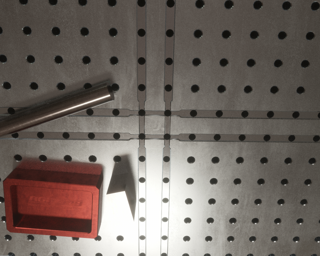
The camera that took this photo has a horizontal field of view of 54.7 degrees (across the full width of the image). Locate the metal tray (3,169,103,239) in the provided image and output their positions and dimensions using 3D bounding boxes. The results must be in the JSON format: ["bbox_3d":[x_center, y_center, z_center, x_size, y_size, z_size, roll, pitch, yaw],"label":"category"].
[{"bbox_3d":[-0.152,0.110,0.449,0.131,0.030,0.089,5,110,-3],"label":"metal tray"}]

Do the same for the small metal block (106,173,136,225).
[{"bbox_3d":[-0.053,0.099,0.436,0.025,0.050,0.050,-12,110,4],"label":"small metal block"}]

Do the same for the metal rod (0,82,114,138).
[{"bbox_3d":[-0.206,-0.002,0.409,0.301,0.025,0.025,-18,109,6],"label":"metal rod"}]
